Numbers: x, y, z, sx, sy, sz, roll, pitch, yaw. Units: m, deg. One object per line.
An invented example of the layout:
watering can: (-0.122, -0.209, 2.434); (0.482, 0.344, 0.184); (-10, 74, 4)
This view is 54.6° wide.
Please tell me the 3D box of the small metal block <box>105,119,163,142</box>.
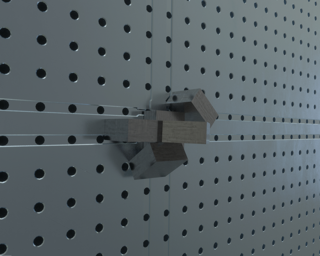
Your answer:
small metal block: (-0.030, 0.003, 0.366); (0.050, 0.050, 0.025); (2, 89, -39)

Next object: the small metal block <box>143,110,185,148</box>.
small metal block: (0.006, 0.003, 0.413); (0.050, 0.025, 0.050); (2, 89, -41)

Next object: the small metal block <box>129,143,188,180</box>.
small metal block: (-0.002, 0.041, 0.387); (0.050, 0.050, 0.025); (2, 58, -40)

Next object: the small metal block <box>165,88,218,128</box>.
small metal block: (0.044, -0.026, 0.428); (0.050, 0.050, 0.025); (51, 60, -28)

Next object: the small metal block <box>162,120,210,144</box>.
small metal block: (0.033, 0.005, 0.374); (0.050, 0.050, 0.025); (7, 85, -77)
